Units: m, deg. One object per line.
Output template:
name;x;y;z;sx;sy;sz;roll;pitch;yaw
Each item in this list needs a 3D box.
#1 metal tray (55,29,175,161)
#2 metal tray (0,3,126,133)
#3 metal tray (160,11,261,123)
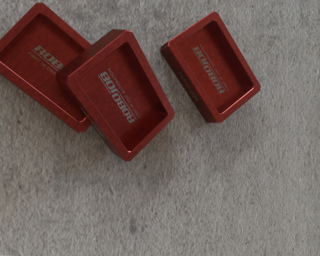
metal tray;-0.044;-0.035;0.359;0.090;0.030;0.130;-45;129;-19
metal tray;-0.116;-0.067;0.363;0.130;0.030;0.090;40;77;-16
metal tray;0.073;-0.083;0.434;0.090;0.030;0.130;-38;103;-16
